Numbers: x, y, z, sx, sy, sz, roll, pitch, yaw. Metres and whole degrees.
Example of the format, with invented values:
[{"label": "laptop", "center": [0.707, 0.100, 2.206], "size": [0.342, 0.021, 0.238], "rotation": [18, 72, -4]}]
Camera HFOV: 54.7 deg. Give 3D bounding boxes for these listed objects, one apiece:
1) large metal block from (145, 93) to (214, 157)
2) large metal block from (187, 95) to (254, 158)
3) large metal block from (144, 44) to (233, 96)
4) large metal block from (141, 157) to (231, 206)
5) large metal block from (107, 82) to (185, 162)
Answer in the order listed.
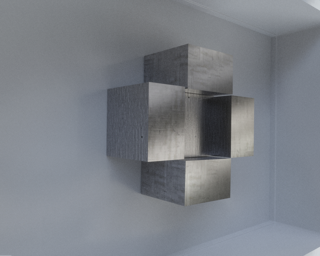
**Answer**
[{"label": "large metal block", "center": [0.025, -0.003, 0.408], "size": [0.081, 0.050, 0.080], "rotation": [1, 90, -40]}, {"label": "large metal block", "center": [0.084, -0.002, 0.440], "size": [0.050, 0.080, 0.080], "rotation": [1, 90, -40]}, {"label": "large metal block", "center": [0.036, -0.068, 0.398], "size": [0.081, 0.080, 0.050], "rotation": [1, 90, -40]}, {"label": "large metal block", "center": [0.033, 0.062, 0.396], "size": [0.081, 0.080, 0.050], "rotation": [2, 89, -40]}, {"label": "large metal block", "center": [-0.018, -0.006, 0.354], "size": [0.050, 0.080, 0.080], "rotation": [1, 90, -40]}]
